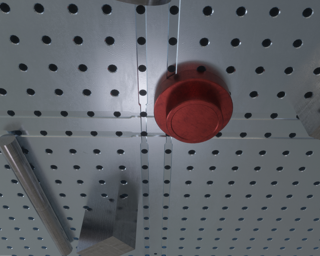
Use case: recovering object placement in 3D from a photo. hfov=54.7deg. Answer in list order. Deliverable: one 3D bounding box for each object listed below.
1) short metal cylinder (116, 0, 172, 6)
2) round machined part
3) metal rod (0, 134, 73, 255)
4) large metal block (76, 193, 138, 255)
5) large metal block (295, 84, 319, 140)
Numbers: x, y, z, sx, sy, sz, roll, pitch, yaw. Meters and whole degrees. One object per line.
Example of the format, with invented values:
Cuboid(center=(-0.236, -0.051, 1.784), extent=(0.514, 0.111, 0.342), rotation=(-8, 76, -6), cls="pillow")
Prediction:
Cuboid(center=(-0.023, -0.142, 0.255), extent=(0.081, 0.080, 0.050), rotation=(10, 130, -8), cls="short metal cylinder")
Cuboid(center=(0.041, -0.019, 0.385), extent=(0.099, 0.042, 0.097), rotation=(0, 130, 0), cls="round machined part")
Cuboid(center=(-0.198, 0.129, 0.519), extent=(0.025, 0.025, 0.298), rotation=(-4, 130, 3), cls="metal rod")
Cuboid(center=(-0.086, 0.168, 0.518), extent=(0.080, 0.080, 0.050), rotation=(-31, 124, 23), cls="large metal block")
Cuboid(center=(0.232, -0.023, 0.378), extent=(0.081, 0.050, 0.079), rotation=(18, 128, -15), cls="large metal block")
